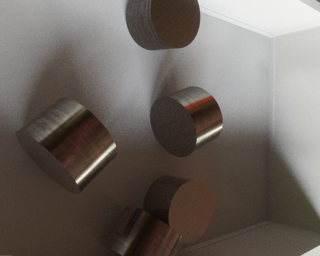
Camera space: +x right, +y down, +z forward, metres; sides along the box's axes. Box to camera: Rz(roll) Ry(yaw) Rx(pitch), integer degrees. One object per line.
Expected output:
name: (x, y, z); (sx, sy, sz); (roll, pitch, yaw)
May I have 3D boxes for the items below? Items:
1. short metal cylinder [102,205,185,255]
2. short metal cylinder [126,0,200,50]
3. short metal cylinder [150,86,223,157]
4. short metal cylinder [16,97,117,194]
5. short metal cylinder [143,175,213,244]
short metal cylinder: (-0.019, 0.133, 0.357); (0.080, 0.080, 0.050); (48, 62, -30)
short metal cylinder: (0.005, -0.140, 0.389); (0.081, 0.050, 0.079); (-8, 103, -39)
short metal cylinder: (0.033, -0.009, 0.401); (0.050, 0.080, 0.080); (-26, 106, -38)
short metal cylinder: (-0.089, 0.017, 0.298); (0.050, 0.080, 0.080); (-47, 119, -30)
short metal cylinder: (0.025, 0.106, 0.414); (0.081, 0.050, 0.079); (0, 90, -40)
